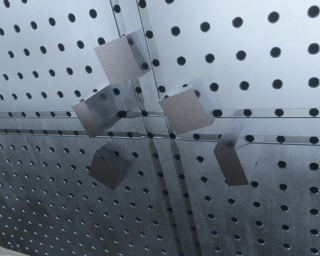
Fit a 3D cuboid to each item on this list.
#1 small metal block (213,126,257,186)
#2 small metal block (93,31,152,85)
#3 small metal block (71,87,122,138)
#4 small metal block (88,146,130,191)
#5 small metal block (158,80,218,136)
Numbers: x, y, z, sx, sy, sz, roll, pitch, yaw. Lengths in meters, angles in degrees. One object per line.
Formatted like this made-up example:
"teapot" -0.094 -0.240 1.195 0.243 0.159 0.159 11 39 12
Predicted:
"small metal block" 0.091 0.033 0.368 0.025 0.050 0.050 -13 112 34
"small metal block" -0.046 -0.086 0.383 0.050 0.025 0.050 -10 114 32
"small metal block" -0.086 -0.022 0.427 0.025 0.050 0.050 -15 111 34
"small metal block" -0.082 0.065 0.495 0.050 0.025 0.050 31 128 8
"small metal block" 0.034 -0.024 0.379 0.050 0.025 0.050 -19 109 35
